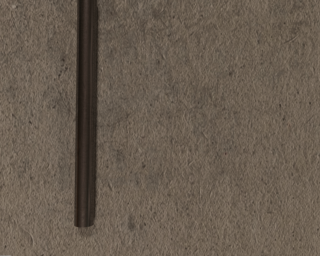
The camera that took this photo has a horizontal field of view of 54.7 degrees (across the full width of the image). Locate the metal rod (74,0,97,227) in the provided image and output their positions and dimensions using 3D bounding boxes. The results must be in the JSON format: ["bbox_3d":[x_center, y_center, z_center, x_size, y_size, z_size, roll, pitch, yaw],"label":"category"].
[{"bbox_3d":[-0.098,-0.022,0.408,0.025,0.025,0.298,1,90,-1],"label":"metal rod"}]
